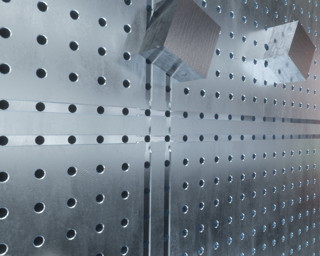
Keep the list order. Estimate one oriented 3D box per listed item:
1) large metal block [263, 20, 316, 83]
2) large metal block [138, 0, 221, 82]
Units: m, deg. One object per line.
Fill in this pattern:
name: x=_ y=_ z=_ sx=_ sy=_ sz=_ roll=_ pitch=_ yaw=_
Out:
large metal block: x=0.252 y=-0.145 z=0.602 sx=0.080 sy=0.050 sz=0.080 roll=36 pitch=68 yaw=-34
large metal block: x=0.029 y=-0.118 z=0.415 sx=0.080 sy=0.050 sz=0.080 roll=28 pitch=72 yaw=-36
